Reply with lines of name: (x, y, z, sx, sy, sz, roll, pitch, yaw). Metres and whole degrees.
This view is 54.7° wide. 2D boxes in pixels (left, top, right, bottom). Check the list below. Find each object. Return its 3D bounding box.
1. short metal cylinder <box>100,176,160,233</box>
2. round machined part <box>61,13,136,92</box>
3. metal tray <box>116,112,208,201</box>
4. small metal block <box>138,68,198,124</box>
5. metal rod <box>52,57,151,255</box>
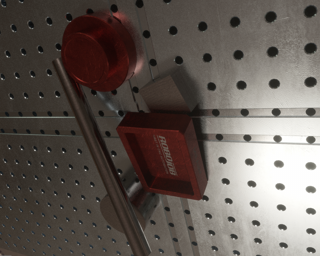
short metal cylinder: (-0.048, 0.123, 0.495, 0.080, 0.050, 0.079, 13, 124, 20)
round machined part: (-0.083, -0.090, 0.387, 0.098, 0.042, 0.097, 13, 124, 20)
metal tray: (0.006, 0.039, 0.408, 0.090, 0.030, 0.129, 4, 134, 26)
small metal block: (0.010, -0.038, 0.381, 0.050, 0.025, 0.050, -20, 108, 35)
metal rod: (-0.080, 0.044, 0.435, 0.025, 0.025, 0.299, -19, 95, 35)
